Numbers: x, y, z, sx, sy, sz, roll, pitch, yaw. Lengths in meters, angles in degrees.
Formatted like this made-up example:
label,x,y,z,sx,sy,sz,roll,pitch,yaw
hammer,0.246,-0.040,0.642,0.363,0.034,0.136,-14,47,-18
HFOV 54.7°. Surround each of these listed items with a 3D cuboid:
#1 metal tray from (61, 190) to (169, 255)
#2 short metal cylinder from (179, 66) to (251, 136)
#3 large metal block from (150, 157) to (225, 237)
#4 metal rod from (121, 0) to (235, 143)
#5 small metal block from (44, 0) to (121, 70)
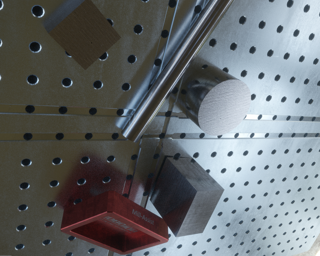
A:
label,x,y,z,sx,sy,sz,roll,pitch,yaw
metal tray,-0.059,0.138,0.437,0.090,0.030,0.130,-26,134,24
short metal cylinder,0.073,-0.036,0.414,0.081,0.050,0.079,-14,125,-21
large metal block,0.037,0.099,0.457,0.050,0.080,0.079,5,116,-35
metal rod,0.045,-0.109,0.369,0.025,0.025,0.299,26,104,-38
small metal block,-0.077,-0.096,0.311,0.050,0.025,0.050,-42,130,1
